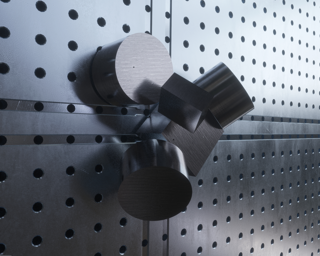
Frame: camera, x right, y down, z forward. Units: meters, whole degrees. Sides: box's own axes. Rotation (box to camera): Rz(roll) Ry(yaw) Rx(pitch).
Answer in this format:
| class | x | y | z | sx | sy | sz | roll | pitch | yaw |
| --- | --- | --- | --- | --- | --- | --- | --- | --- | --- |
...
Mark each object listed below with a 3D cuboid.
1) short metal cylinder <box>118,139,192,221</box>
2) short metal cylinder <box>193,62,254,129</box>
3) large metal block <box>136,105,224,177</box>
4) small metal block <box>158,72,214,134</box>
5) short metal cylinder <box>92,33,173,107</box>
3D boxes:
| class | x | y | z | sx | sy | sz | roll | pitch | yaw |
| --- | --- | --- | --- | --- | --- | --- | --- | --- | --- |
| short metal cylinder | -0.007 | 0.060 | 0.356 | 0.081 | 0.050 | 0.079 | -2 | 121 | -4 |
| short metal cylinder | 0.086 | -0.045 | 0.432 | 0.050 | 0.080 | 0.080 | -35 | 118 | 8 |
| large metal block | 0.029 | 0.005 | 0.410 | 0.080 | 0.050 | 0.080 | 52 | 60 | -28 |
| small metal block | 0.027 | -0.027 | 0.347 | 0.050 | 0.050 | 0.025 | 33 | 64 | 12 |
| short metal cylinder | -0.031 | -0.066 | 0.363 | 0.081 | 0.050 | 0.079 | 0 | 90 | -40 |
